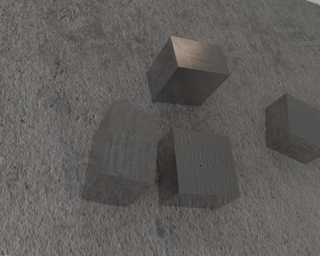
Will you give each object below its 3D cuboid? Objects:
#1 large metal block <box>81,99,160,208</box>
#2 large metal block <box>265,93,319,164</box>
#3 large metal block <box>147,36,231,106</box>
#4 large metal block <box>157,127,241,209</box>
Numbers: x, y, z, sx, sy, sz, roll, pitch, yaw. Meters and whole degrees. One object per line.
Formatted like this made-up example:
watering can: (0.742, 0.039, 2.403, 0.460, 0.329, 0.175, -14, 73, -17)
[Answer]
large metal block: (-0.042, 0.030, 0.327, 0.050, 0.080, 0.080, 16, 55, -19)
large metal block: (0.222, 0.001, 0.506, 0.080, 0.050, 0.080, 24, 53, -14)
large metal block: (0.037, -0.076, 0.434, 0.081, 0.080, 0.050, 3, 61, -27)
large metal block: (0.044, 0.051, 0.380, 0.081, 0.050, 0.080, 10, 58, -23)
